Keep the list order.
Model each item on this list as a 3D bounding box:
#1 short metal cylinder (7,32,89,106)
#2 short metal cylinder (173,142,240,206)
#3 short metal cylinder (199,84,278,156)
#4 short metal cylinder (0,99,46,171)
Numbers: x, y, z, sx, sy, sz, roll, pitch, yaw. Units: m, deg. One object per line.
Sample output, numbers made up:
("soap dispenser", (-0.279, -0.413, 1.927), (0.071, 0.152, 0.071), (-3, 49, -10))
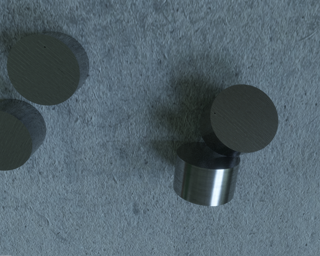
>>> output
("short metal cylinder", (-0.130, -0.072, 0.369), (0.081, 0.050, 0.079), (0, 110, 0))
("short metal cylinder", (0.059, 0.057, 0.402), (0.081, 0.080, 0.050), (4, 110, -2))
("short metal cylinder", (0.093, -0.007, 0.376), (0.081, 0.050, 0.080), (1, 79, -7))
("short metal cylinder", (-0.195, 0.008, 0.397), (0.081, 0.050, 0.079), (0, 110, 0))
